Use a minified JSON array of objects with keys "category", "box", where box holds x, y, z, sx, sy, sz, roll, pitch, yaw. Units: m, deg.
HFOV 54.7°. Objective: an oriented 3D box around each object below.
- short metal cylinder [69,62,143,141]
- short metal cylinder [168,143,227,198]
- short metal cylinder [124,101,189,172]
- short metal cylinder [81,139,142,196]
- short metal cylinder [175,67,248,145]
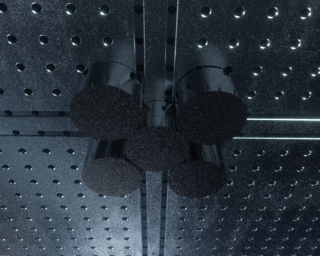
[{"category":"short metal cylinder","box":[-0.061,-0.031,0.367,0.081,0.050,0.079,0,130,0]},{"category":"short metal cylinder","box":[0.051,0.056,0.443,0.081,0.050,0.079,0,130,0]},{"category":"short metal cylinder","box":[-0.004,0.012,0.404,0.081,0.050,0.079,0,130,0]},{"category":"short metal cylinder","box":[-0.065,0.052,0.437,0.081,0.050,0.079,0,130,0]},{"category":"short metal cylinder","box":[0.059,-0.025,0.372,0.081,0.050,0.079,0,130,0]}]
